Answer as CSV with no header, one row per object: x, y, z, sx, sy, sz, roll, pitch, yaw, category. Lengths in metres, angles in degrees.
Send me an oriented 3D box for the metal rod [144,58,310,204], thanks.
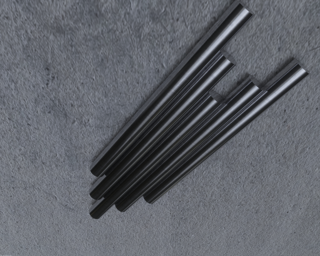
0.072,0.021,0.427,0.025,0.025,0.299,29,124,-23,metal rod

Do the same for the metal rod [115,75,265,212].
0.025,0.038,0.441,0.025,0.025,0.299,29,124,-23,metal rod

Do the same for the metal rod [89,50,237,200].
-0.013,0.013,0.419,0.025,0.025,0.299,29,124,-23,metal rod

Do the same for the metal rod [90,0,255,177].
-0.004,-0.029,0.384,0.025,0.025,0.299,29,124,-23,metal rod

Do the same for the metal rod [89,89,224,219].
-0.021,0.053,0.454,0.025,0.025,0.299,29,124,-23,metal rod
